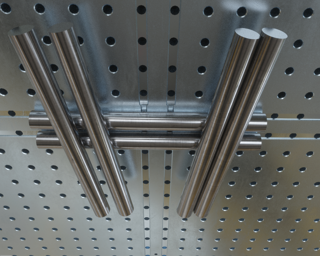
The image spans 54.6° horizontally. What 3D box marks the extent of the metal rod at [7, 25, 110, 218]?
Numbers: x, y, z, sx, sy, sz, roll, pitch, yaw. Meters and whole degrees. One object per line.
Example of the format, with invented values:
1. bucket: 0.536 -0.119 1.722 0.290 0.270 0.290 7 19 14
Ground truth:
1. metal rod: -0.112 0.018 0.394 0.025 0.025 0.299 -6 130 5

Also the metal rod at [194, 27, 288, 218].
1. metal rod: 0.088 0.020 0.397 0.025 0.025 0.298 7 130 -6

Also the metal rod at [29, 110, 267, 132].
1. metal rod: -0.014 -0.009 0.405 0.302 0.025 0.025 1 130 -1

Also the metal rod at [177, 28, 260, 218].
1. metal rod: 0.062 0.020 0.397 0.025 0.025 0.298 7 130 -6

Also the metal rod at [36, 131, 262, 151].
1. metal rod: -0.014 0.018 0.427 0.302 0.025 0.025 1 130 -1

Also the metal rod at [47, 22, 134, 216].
1. metal rod: -0.075 0.016 0.392 0.025 0.025 0.299 -6 130 5
